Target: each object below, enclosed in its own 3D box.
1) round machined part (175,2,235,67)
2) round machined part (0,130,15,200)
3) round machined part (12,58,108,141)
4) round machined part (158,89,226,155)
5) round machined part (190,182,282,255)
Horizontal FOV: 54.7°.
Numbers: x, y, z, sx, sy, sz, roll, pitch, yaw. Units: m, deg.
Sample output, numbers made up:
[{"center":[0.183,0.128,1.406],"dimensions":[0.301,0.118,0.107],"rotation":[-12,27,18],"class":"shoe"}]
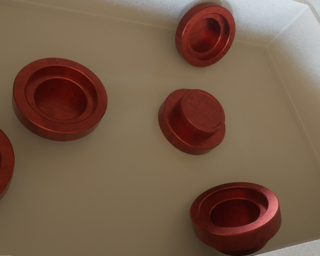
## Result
[{"center":[0.068,-0.151,0.495],"dimensions":[0.099,0.097,0.042],"rotation":[-2,34,-29],"class":"round machined part"},{"center":[-0.184,0.038,0.273],"dimensions":[0.099,0.042,0.098],"rotation":[14,56,-21],"class":"round machined part"},{"center":[-0.113,-0.028,0.351],"dimensions":[0.099,0.042,0.098],"rotation":[14,56,-21],"class":"round machined part"},{"center":[0.051,-0.015,0.431],"dimensions":[0.099,0.042,0.098],"rotation":[14,56,-21],"class":"round machined part"},{"center":[0.087,0.106,0.353],"dimensions":[0.099,0.098,0.042],"rotation":[-30,113,-38],"class":"round machined part"}]
